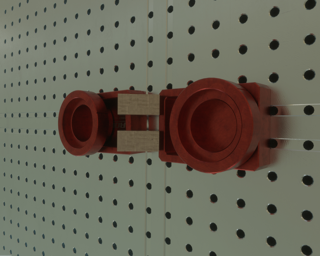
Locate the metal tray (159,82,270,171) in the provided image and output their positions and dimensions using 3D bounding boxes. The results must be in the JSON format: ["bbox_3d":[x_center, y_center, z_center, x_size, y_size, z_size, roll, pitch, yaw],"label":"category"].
[{"bbox_3d":[0.058,-0.002,0.359,0.130,0.030,0.089,1,91,40],"label":"metal tray"}]

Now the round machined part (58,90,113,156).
[{"bbox_3d":[-0.110,-0.007,0.473,0.098,0.042,0.097,0,90,40],"label":"round machined part"}]

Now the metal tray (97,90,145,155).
[{"bbox_3d":[-0.081,-0.008,0.474,0.130,0.030,0.089,-1,92,40],"label":"metal tray"}]

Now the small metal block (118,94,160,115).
[{"bbox_3d":[-0.028,-0.029,0.398,0.050,0.050,0.025,-172,82,-84],"label":"small metal block"}]

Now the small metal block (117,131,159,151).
[{"bbox_3d":[-0.028,0.015,0.397,0.050,0.050,0.025,-172,82,-84],"label":"small metal block"}]

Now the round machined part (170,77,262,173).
[{"bbox_3d":[0.061,-0.003,0.331,0.098,0.042,0.097,0,90,40],"label":"round machined part"}]
